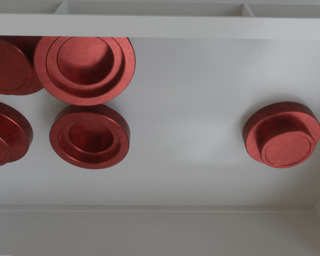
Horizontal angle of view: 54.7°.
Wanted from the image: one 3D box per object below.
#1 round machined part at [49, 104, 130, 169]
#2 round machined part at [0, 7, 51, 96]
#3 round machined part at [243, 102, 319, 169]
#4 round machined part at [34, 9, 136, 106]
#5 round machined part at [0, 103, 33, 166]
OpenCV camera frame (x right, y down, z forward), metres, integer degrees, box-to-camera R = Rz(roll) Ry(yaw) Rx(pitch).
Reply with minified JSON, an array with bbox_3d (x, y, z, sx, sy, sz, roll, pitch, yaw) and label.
[{"bbox_3d":[-0.088,0.006,0.402,0.099,0.042,0.097,0,130,0],"label":"round machined part"},{"bbox_3d":[-0.165,-0.075,0.333,0.099,0.042,0.097,0,130,0],"label":"round machined part"},{"bbox_3d":[0.164,0.016,0.413,0.099,0.042,0.097,0,130,0],"label":"round machined part"},{"bbox_3d":[-0.078,-0.075,0.323,0.099,0.042,0.097,-10,131,-11],"label":"round machined part"},{"bbox_3d":[-0.224,0.014,0.407,0.099,0.042,0.097,0,130,0],"label":"round machined part"}]
